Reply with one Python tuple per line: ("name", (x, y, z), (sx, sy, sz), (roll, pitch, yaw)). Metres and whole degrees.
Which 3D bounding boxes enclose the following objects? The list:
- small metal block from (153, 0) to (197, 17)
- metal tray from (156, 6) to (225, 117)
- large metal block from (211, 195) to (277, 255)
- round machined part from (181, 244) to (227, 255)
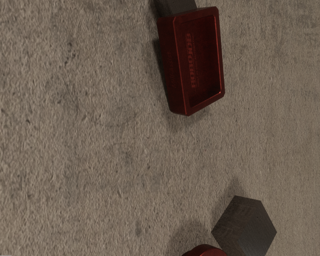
("small metal block", (0.019, -0.177, 0.422), (0.050, 0.025, 0.050), (-37, 113, -34))
("metal tray", (0.047, -0.092, 0.425), (0.091, 0.030, 0.129), (-29, 120, -36))
("large metal block", (0.140, 0.172, 0.510), (0.080, 0.050, 0.080), (-47, 118, -30))
("round machined part", (0.055, 0.216, 0.443), (0.099, 0.042, 0.097), (0, 90, -40))
